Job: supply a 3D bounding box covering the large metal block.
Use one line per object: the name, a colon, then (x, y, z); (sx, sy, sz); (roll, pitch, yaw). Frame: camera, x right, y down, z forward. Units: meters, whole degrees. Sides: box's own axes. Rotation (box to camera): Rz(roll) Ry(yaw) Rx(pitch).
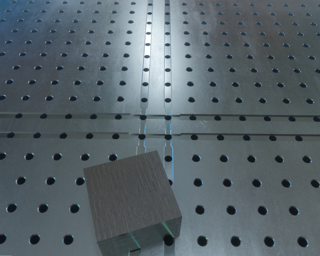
large metal block: (-0.030, 0.078, 0.325); (0.081, 0.050, 0.080); (-13, 52, -12)
